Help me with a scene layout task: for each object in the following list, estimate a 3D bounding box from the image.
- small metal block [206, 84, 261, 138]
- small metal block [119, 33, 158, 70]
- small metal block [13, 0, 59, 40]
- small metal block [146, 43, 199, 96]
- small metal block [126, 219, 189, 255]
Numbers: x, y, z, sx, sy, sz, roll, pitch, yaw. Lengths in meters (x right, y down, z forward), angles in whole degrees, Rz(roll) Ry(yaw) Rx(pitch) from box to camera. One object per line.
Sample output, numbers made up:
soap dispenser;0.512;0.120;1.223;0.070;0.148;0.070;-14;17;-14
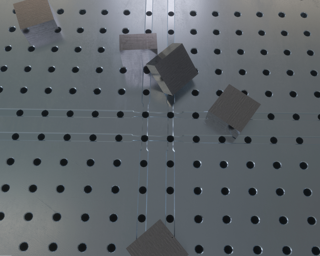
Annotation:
small metal block;0.099;-0.023;0.421;0.050;0.025;0.050;36;74;12
small metal block;-0.029;-0.107;0.438;0.050;0.050;0.025;-3;70;-1
small metal block;-0.188;-0.169;0.473;0.050;0.025;0.050;-20;71;-7
small metal block;0.017;-0.081;0.427;0.050;0.025;0.050;-42;120;-14
small metal block;-0.003;0.143;0.360;0.050;0.025;0.050;-38;74;-13
